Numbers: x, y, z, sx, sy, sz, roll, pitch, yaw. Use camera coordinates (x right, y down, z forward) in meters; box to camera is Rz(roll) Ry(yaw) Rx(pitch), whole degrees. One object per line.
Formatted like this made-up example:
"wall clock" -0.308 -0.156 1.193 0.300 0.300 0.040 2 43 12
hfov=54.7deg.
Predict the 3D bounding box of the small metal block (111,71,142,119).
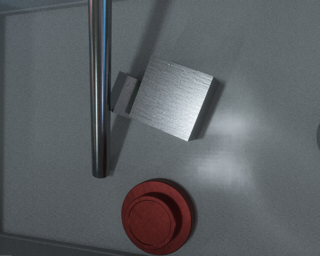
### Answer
"small metal block" -0.046 -0.045 0.410 0.025 0.050 0.050 20 99 -24

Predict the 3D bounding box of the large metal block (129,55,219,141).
"large metal block" 0.019 -0.036 0.389 0.080 0.050 0.080 23 97 17

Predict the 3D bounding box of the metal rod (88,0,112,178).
"metal rod" -0.071 -0.065 0.369 0.025 0.025 0.298 17 121 19

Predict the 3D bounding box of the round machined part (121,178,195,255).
"round machined part" -0.007 0.117 0.403 0.098 0.042 0.097 0 90 19

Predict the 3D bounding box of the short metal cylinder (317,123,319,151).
"short metal cylinder" 0.211 0.010 0.323 0.080 0.050 0.079 0 90 19
